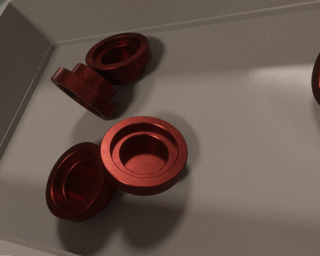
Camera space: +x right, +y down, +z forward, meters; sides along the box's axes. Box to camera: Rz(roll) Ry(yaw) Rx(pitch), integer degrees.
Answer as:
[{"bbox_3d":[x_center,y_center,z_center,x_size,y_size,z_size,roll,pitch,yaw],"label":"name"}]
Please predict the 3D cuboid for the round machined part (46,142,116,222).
[{"bbox_3d":[-0.094,0.070,0.395,0.098,0.042,0.098,-16,56,26],"label":"round machined part"}]

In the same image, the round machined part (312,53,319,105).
[{"bbox_3d":[0.202,-0.056,0.302,0.098,0.042,0.097,-166,89,-72],"label":"round machined part"}]

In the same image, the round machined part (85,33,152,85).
[{"bbox_3d":[-0.060,-0.103,0.476,0.098,0.042,0.098,-9,44,9],"label":"round machined part"}]

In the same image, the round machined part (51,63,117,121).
[{"bbox_3d":[-0.102,-0.056,0.445,0.098,0.098,0.042,27,77,37],"label":"round machined part"}]

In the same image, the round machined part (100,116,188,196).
[{"bbox_3d":[-0.019,0.036,0.364,0.099,0.042,0.098,3,51,-4],"label":"round machined part"}]
